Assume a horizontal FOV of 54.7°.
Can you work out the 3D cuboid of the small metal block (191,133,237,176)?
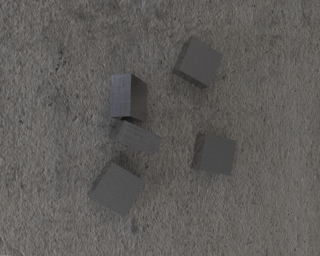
[{"bbox_3d":[0.076,0.037,0.437,0.050,0.025,0.050,12,86,-20],"label":"small metal block"}]

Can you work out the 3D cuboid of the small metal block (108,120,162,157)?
[{"bbox_3d":[-0.032,0.011,0.383,0.050,0.050,0.025,25,84,-18],"label":"small metal block"}]

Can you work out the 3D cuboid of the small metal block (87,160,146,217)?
[{"bbox_3d":[-0.055,0.075,0.389,0.050,0.025,0.050,34,79,-17],"label":"small metal block"}]

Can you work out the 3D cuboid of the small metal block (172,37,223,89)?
[{"bbox_3d":[0.052,-0.089,0.428,0.050,0.025,0.050,26,81,-18],"label":"small metal block"}]

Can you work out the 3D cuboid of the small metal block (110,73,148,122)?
[{"bbox_3d":[-0.037,-0.035,0.377,0.025,0.050,0.050,-2,83,19],"label":"small metal block"}]
